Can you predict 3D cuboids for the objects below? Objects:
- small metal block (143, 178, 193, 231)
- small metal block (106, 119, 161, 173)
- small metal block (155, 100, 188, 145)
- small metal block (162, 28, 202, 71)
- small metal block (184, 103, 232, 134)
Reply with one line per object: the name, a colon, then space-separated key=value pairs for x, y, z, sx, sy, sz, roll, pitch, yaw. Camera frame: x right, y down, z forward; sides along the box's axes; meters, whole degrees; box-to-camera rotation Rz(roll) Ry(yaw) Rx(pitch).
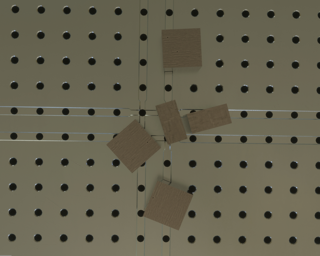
small metal block: x=0.010 y=0.101 z=0.414 sx=0.050 sy=0.025 sz=0.050 roll=22 pitch=90 yaw=-1
small metal block: x=-0.034 y=0.024 z=0.413 sx=0.050 sy=0.025 sz=0.050 roll=-42 pitch=91 yaw=0
small metal block: x=0.014 y=-0.007 z=0.401 sx=0.025 sy=0.050 sz=0.050 roll=-18 pitch=90 yaw=0
small metal block: x=0.028 y=-0.104 z=0.414 sx=0.050 sy=0.025 sz=0.050 roll=-3 pitch=90 yaw=-1
small metal block: x=0.060 y=-0.012 z=0.402 sx=0.050 sy=0.050 sz=0.025 roll=-15 pitch=90 yaw=0
